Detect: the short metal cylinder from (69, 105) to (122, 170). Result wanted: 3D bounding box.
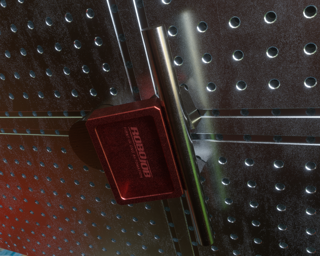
[{"bbox_3d":[-0.082,0.013,0.443,0.080,0.050,0.079,13,124,20],"label":"short metal cylinder"}]

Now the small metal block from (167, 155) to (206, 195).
[{"bbox_3d":[0.027,0.057,0.430,0.050,0.025,0.050,34,129,5],"label":"small metal block"}]

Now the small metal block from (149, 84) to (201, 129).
[{"bbox_3d":[0.016,-0.021,0.389,0.050,0.025,0.050,-16,110,34],"label":"small metal block"}]

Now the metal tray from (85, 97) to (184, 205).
[{"bbox_3d":[-0.027,0.033,0.390,0.090,0.030,0.129,-11,115,11],"label":"metal tray"}]

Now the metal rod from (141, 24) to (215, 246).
[{"bbox_3d":[0.029,0.027,0.379,0.025,0.025,0.298,-1,118,28],"label":"metal rod"}]
